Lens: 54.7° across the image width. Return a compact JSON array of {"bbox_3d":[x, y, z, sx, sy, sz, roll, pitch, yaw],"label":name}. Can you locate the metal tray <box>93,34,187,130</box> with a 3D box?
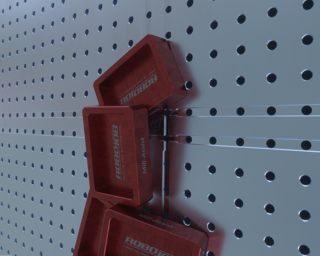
[{"bbox_3d":[-0.033,-0.055,0.431,0.130,0.030,0.090,-32,71,35],"label":"metal tray"}]

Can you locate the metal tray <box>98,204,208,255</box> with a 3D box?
[{"bbox_3d":[-0.013,0.159,0.392,0.130,0.030,0.089,14,100,22],"label":"metal tray"}]

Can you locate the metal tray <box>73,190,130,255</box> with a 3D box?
[{"bbox_3d":[-0.083,0.165,0.471,0.090,0.030,0.129,26,106,36],"label":"metal tray"}]

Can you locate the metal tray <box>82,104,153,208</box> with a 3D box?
[{"bbox_3d":[-0.058,0.034,0.417,0.090,0.030,0.129,2,100,35],"label":"metal tray"}]
